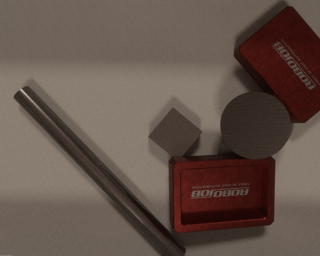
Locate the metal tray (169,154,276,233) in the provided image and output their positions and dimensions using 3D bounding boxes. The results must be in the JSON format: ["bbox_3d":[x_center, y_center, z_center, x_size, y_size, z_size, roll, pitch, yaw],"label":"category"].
[{"bbox_3d":[0.079,0.081,0.396,0.131,0.030,0.089,-2,97,-8],"label":"metal tray"}]

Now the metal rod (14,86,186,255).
[{"bbox_3d":[-0.078,0.061,0.410,0.025,0.025,0.300,-44,91,0],"label":"metal rod"}]

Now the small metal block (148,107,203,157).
[{"bbox_3d":[0.020,0.008,0.412,0.050,0.025,0.050,40,90,-1],"label":"small metal block"}]

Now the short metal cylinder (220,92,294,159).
[{"bbox_3d":[0.121,-0.005,0.385,0.080,0.050,0.079,3,96,26],"label":"short metal cylinder"}]

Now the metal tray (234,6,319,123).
[{"bbox_3d":[0.175,-0.081,0.411,0.090,0.030,0.130,-40,91,-1],"label":"metal tray"}]
